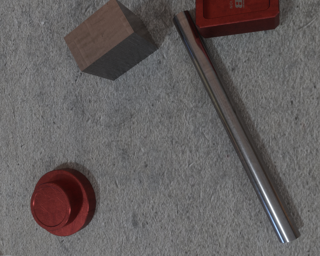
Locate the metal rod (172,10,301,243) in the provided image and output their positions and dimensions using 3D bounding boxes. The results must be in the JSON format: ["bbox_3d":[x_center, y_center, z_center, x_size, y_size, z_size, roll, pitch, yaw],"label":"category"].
[{"bbox_3d":[0.088,-0.009,0.377,0.025,0.025,0.299,-27,81,18],"label":"metal rod"}]

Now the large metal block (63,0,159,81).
[{"bbox_3d":[-0.060,-0.109,0.401,0.080,0.080,0.050,-32,80,17],"label":"large metal block"}]

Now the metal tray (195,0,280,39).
[{"bbox_3d":[0.089,-0.177,0.363,0.090,0.030,0.129,-2,80,19],"label":"metal tray"}]

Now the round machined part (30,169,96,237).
[{"bbox_3d":[-0.147,0.110,0.452,0.098,0.042,0.097,0,90,20],"label":"round machined part"}]
